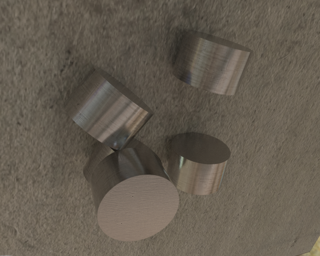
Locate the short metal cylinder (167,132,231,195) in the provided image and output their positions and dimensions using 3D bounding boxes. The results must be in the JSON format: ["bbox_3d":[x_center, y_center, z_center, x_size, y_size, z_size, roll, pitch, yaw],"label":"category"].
[{"bbox_3d":[0.052,0.048,0.431,0.081,0.080,0.050,-6,121,-26],"label":"short metal cylinder"}]

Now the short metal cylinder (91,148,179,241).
[{"bbox_3d":[-0.027,0.067,0.317,0.081,0.050,0.079,-9,118,-16],"label":"short metal cylinder"}]

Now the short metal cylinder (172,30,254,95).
[{"bbox_3d":[0.060,-0.077,0.358,0.081,0.080,0.050,3,117,-30],"label":"short metal cylinder"}]

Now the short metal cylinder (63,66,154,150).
[{"bbox_3d":[-0.053,-0.021,0.330,0.080,0.080,0.050,34,99,-39],"label":"short metal cylinder"}]

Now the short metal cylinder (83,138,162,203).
[{"bbox_3d":[-0.045,0.046,0.376,0.080,0.080,0.050,21,107,-36],"label":"short metal cylinder"}]
